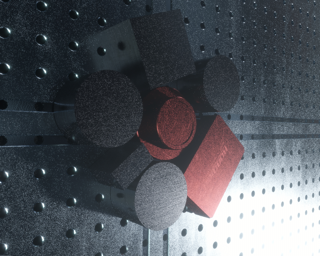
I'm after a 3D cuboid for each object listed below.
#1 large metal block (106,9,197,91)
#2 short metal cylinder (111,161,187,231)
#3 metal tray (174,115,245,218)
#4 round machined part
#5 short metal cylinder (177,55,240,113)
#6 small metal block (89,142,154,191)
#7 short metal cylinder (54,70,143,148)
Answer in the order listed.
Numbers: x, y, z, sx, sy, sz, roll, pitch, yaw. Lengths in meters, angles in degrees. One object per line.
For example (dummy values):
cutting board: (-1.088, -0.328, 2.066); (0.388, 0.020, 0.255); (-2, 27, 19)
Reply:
large metal block: (-0.009, -0.095, 0.385); (0.081, 0.050, 0.080); (-27, 107, -37)
short metal cylinder: (-0.013, 0.079, 0.381); (0.081, 0.050, 0.080); (0, 90, -40)
metal tray: (0.071, 0.055, 0.464); (0.090, 0.030, 0.130); (48, 61, -29)
round machined part: (0.009, -0.006, 0.405); (0.099, 0.042, 0.097); (0, 90, -40)
short metal cylinder: (0.072, -0.062, 0.452); (0.081, 0.050, 0.080); (0, 90, -40)
small metal block: (-0.044, 0.041, 0.354); (0.050, 0.050, 0.025); (-45, 117, -31)
short metal cylinder: (-0.066, -0.020, 0.336); (0.081, 0.050, 0.080); (0, 90, -40)
